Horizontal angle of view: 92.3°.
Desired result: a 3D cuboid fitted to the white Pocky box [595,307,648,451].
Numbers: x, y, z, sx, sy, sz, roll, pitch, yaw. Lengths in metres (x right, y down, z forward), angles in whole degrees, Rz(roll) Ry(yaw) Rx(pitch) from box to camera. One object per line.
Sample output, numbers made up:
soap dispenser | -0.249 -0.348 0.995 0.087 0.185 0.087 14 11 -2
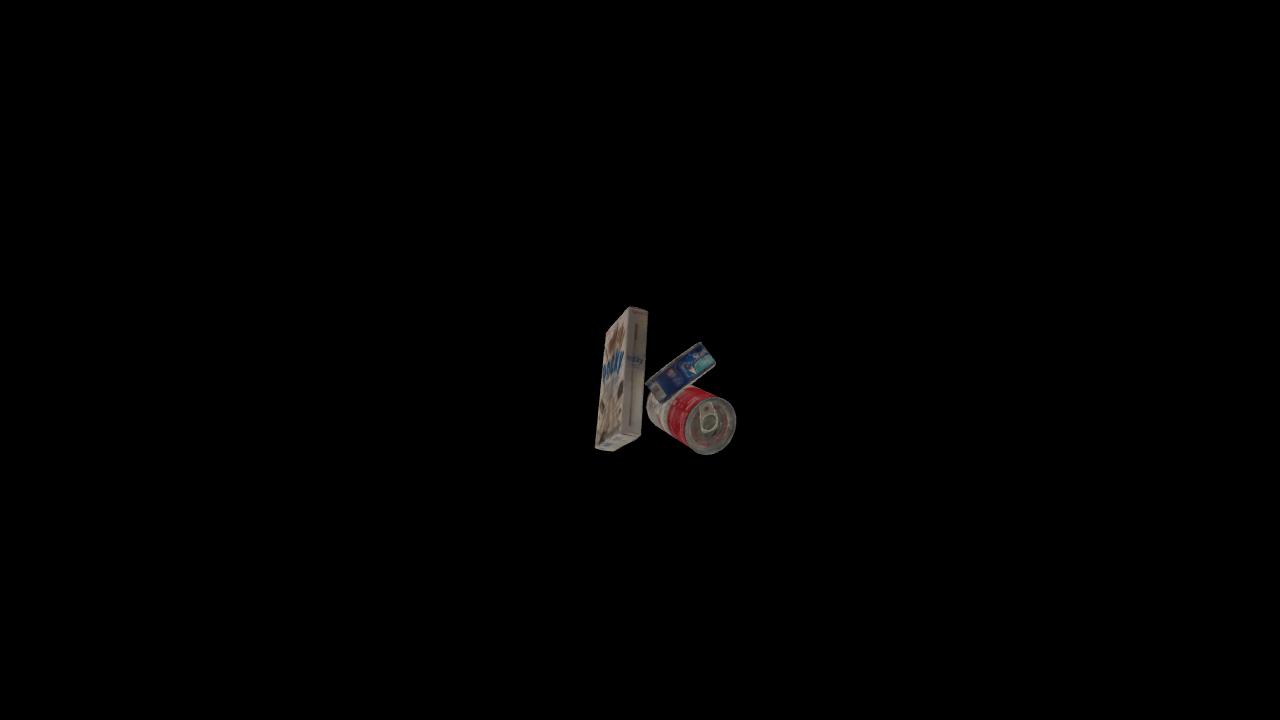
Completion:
white Pocky box | -0.021 0.023 0.717 0.028 0.154 0.084 12 -24 -19

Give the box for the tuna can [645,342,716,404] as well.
tuna can | 0.049 0.016 0.727 0.084 0.034 0.084 -36 -6 -4

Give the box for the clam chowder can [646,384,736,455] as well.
clam chowder can | 0.058 0.064 0.729 0.068 0.068 0.102 0 11 -27
